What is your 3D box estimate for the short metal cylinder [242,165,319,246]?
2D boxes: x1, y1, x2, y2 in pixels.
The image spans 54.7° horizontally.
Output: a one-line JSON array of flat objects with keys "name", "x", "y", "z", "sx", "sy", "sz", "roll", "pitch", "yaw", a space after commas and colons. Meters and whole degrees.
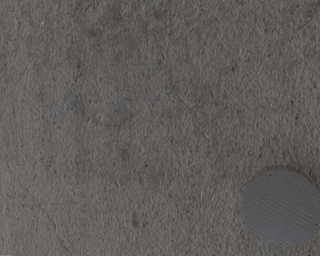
[{"name": "short metal cylinder", "x": 0.136, "y": 0.084, "z": 0.347, "sx": 0.080, "sy": 0.050, "sz": 0.080, "roll": 0, "pitch": 90, "yaw": 20}]
